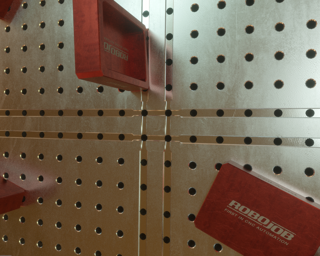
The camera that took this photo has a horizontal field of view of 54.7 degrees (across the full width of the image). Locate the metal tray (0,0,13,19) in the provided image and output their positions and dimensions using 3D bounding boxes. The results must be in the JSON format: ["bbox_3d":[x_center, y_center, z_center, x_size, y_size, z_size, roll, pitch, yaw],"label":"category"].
[{"bbox_3d":[-0.266,-0.257,0.501,0.090,0.030,0.129,38,102,15],"label":"metal tray"}]

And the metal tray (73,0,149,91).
[{"bbox_3d":[-0.053,-0.097,0.374,0.030,0.130,0.089,-3,89,20],"label":"metal tray"}]

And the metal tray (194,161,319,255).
[{"bbox_3d":[0.118,0.107,0.368,0.130,0.030,0.090,27,99,17],"label":"metal tray"}]

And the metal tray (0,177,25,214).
[{"bbox_3d":[-0.292,0.093,0.478,0.130,0.090,0.030,22,97,18],"label":"metal tray"}]
